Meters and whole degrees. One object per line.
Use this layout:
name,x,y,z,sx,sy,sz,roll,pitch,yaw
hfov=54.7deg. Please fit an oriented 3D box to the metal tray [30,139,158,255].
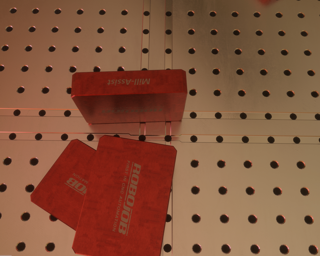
metal tray,-0.076,0.083,0.378,0.130,0.030,0.090,30,72,10

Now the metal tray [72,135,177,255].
metal tray,-0.035,0.079,0.347,0.091,0.030,0.130,9,70,3

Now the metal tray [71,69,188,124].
metal tray,-0.035,-0.037,0.390,0.131,0.090,0.030,-2,70,-1
